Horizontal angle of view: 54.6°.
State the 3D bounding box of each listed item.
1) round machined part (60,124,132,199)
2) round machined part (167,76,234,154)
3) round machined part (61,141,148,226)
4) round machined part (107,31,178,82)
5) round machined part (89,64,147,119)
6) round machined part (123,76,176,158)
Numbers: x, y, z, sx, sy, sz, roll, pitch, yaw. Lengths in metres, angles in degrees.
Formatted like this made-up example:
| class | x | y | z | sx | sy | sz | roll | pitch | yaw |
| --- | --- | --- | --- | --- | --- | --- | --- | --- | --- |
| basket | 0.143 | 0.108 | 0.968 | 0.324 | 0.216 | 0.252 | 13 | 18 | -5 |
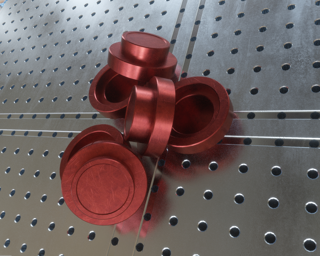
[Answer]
| class | x | y | z | sx | sy | sz | roll | pitch | yaw |
| --- | --- | --- | --- | --- | --- | --- | --- | --- | --- |
| round machined part | -0.080 | 0.047 | 0.411 | 0.098 | 0.042 | 0.098 | -13 | 56 | 21 |
| round machined part | 0.042 | -0.012 | 0.383 | 0.098 | 0.042 | 0.098 | -13 | 56 | 21 |
| round machined part | -0.063 | 0.065 | 0.355 | 0.099 | 0.042 | 0.097 | 0 | 94 | -5 |
| round machined part | -0.023 | -0.106 | 0.440 | 0.099 | 0.042 | 0.098 | 10 | 32 | -6 |
| round machined part | -0.052 | -0.055 | 0.458 | 0.098 | 0.042 | 0.098 | -13 | 56 | 21 |
| round machined part | -0.017 | -0.015 | 0.378 | 0.042 | 0.098 | 0.098 | 10 | 58 | -14 |
